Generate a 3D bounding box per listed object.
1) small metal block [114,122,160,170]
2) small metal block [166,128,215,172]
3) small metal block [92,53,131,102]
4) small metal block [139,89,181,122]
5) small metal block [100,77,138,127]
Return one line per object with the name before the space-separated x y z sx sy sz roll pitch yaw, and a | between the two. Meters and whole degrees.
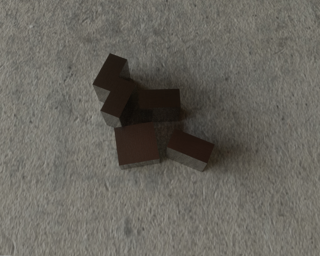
small metal block | -0.030 0.023 0.399 0.050 0.025 0.050 -9 70 -4
small metal block | 0.036 0.029 0.385 0.050 0.050 0.025 22 72 7
small metal block | -0.063 -0.063 0.417 0.025 0.050 0.050 22 71 7
small metal block | 0.000 -0.028 0.405 0.050 0.050 0.025 -2 70 -1
small metal block | -0.051 -0.030 0.405 0.025 0.050 0.050 22 71 7
